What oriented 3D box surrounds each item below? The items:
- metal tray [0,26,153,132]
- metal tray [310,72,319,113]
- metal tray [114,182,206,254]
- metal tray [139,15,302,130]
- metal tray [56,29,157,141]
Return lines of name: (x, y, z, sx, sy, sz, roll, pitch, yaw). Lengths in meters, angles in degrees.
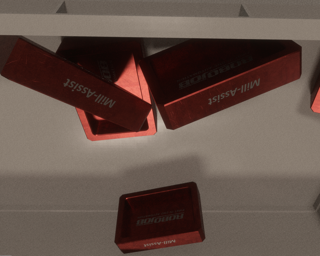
metal tray: (-0.081, -0.044, 0.288, 0.131, 0.090, 0.030, 24, 96, -40)
metal tray: (0.229, -0.067, 0.331, 0.090, 0.030, 0.129, 15, 132, 15)
metal tray: (-0.001, 0.139, 0.484, 0.131, 0.090, 0.030, -12, 129, 10)
metal tray: (0.052, -0.058, 0.298, 0.131, 0.090, 0.030, -22, 131, 0)
metal tray: (-0.056, -0.045, 0.366, 0.091, 0.030, 0.129, -6, 130, 4)
